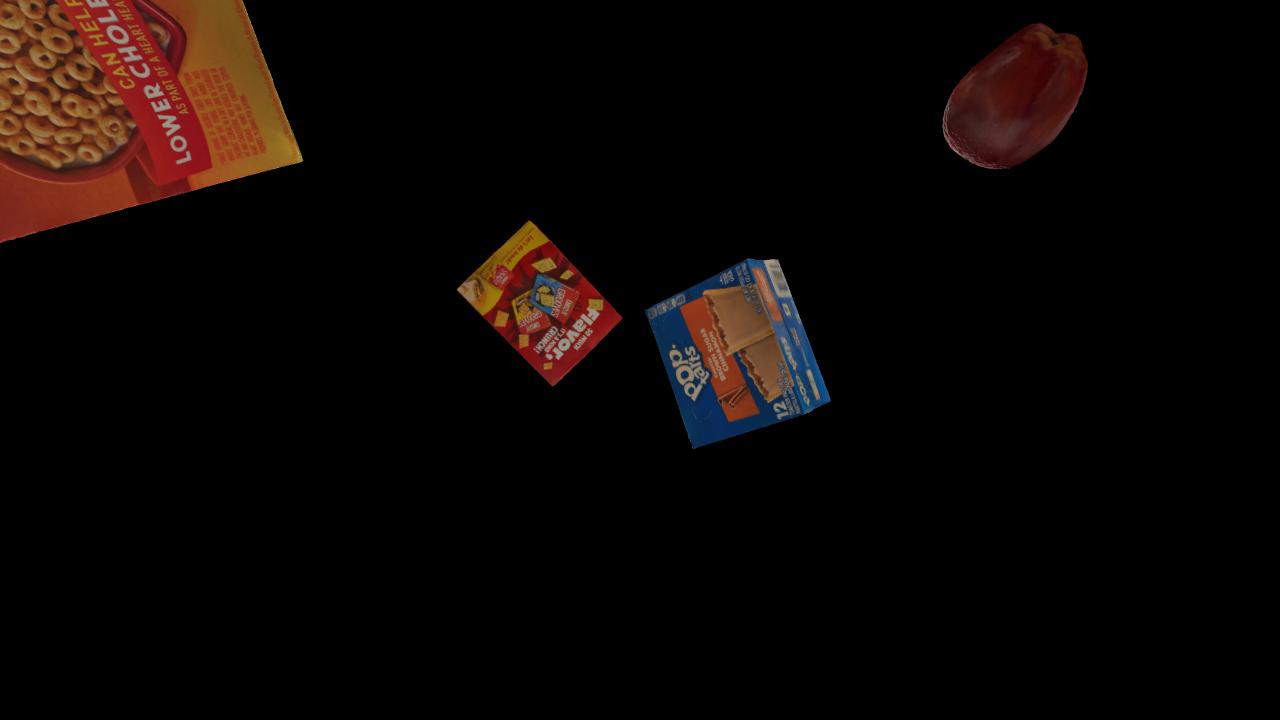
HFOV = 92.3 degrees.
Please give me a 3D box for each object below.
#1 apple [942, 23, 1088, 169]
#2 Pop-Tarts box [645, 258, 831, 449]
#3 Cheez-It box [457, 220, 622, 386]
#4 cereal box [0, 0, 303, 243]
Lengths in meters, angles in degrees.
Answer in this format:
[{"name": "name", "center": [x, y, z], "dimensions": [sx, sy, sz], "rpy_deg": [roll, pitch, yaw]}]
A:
[{"name": "apple", "center": [0.259, -0.181, 0.432], "dimensions": [0.079, 0.079, 0.093], "rpy_deg": [0, -29, -11]}, {"name": "Pop-Tarts box", "center": [0.104, -0.006, 0.673], "dimensions": [0.141, 0.167, 0.083], "rpy_deg": [-23, -9, 36]}, {"name": "Cheez-It box", "center": [-0.163, -0.092, 1.022], "dimensions": [0.223, 0.166, 0.071], "rpy_deg": [46, -4, -8]}, {"name": "cereal box", "center": [-0.403, -0.183, 0.372], "dimensions": [0.081, 0.203, 0.306], "rpy_deg": [26, 45, 37]}]
